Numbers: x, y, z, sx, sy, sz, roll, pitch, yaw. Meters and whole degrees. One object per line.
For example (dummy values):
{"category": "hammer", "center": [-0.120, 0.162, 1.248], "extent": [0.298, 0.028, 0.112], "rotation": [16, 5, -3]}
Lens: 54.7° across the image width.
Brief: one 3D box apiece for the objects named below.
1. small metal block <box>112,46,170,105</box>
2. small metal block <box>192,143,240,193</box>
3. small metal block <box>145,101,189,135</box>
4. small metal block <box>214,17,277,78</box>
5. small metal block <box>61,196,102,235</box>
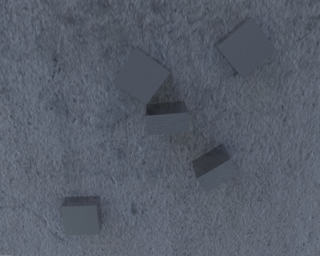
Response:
{"category": "small metal block", "center": [-0.023, -0.066, 0.385], "extent": [0.050, 0.025, 0.050], "rotation": [34, 106, -12]}
{"category": "small metal block", "center": [0.074, 0.053, 0.417], "extent": [0.050, 0.050, 0.025], "rotation": [-33, 107, 11]}
{"category": "small metal block", "center": [0.009, -0.013, 0.392], "extent": [0.050, 0.050, 0.025], "rotation": [-5, 110, 1]}
{"category": "small metal block", "center": [0.102, -0.098, 0.375], "extent": [0.050, 0.025, 0.050], "rotation": [-40, 106, 13]}
{"category": "small metal block", "center": [-0.114, 0.129, 0.456], "extent": [0.050, 0.025, 0.050], "rotation": [-2, 110, 0]}
